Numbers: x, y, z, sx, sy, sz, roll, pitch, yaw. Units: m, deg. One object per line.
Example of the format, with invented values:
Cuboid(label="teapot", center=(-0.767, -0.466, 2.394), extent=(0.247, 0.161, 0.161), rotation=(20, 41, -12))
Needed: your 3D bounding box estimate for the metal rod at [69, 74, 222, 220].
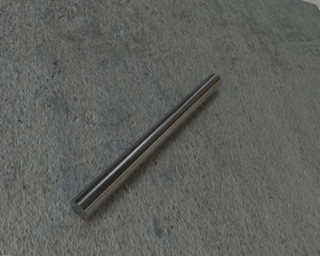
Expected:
Cuboid(label="metal rod", center=(0.003, 0.003, 0.407), extent=(0.025, 0.025, 0.302), rotation=(45, 51, 2))
